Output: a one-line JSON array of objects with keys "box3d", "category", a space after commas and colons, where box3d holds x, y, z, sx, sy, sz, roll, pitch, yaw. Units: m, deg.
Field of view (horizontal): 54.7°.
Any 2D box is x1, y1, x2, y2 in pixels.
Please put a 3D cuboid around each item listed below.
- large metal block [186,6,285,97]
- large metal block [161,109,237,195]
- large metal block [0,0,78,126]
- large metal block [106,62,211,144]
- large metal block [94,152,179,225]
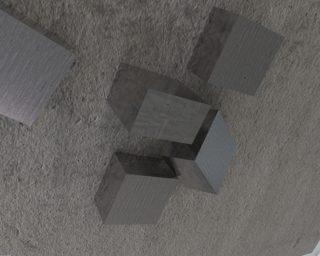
[{"box3d": [0.092, -0.093, 0.383, 0.081, 0.050, 0.079, 10, 113, -33], "category": "large metal block"}, {"box3d": [0.056, 0.031, 0.417, 0.080, 0.050, 0.080, 55, 53, -39], "category": "large metal block"}, {"box3d": [-0.136, -0.060, 0.279, 0.080, 0.050, 0.080, 29, 102, -38], "category": "large metal block"}, {"box3d": [-0.004, -0.028, 0.351, 0.081, 0.080, 0.050, 11, 113, -33], "category": "large metal block"}, {"box3d": [-0.034, 0.084, 0.424, 0.081, 0.050, 0.079, 12, 112, -33], "category": "large metal block"}]
